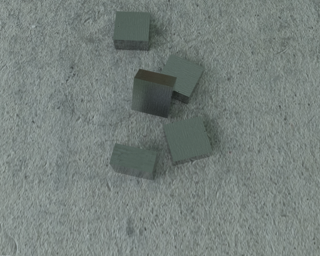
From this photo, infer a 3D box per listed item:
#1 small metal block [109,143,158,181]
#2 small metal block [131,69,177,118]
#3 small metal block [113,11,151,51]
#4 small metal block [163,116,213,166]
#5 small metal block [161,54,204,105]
[{"bbox_3d":[-0.030,0.042,0.379,0.050,0.050,0.025,12,71,4],"label":"small metal block"},{"bbox_3d":[-0.008,-0.045,0.408,0.050,0.050,0.025,14,40,5],"label":"small metal block"},{"bbox_3d":[-0.041,-0.144,0.460,0.050,0.025,0.050,2,70,1],"label":"small metal block"},{"bbox_3d":[0.035,0.017,0.402,0.050,0.025,0.050,-14,71,-5],"label":"small metal block"},{"bbox_3d":[0.027,-0.068,0.433,0.050,0.025,0.050,25,72,8],"label":"small metal block"}]
